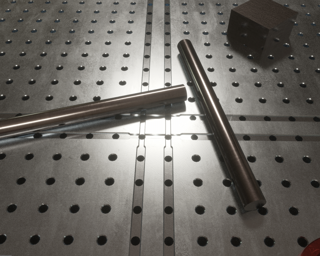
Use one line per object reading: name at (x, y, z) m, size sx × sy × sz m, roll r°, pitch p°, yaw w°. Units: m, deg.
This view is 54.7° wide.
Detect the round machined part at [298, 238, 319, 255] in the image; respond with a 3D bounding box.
round machined part at (0.164, 0.150, 0.273) m, size 0.099 × 0.042 × 0.098 m, roll 0°, pitch 50°, yaw 0°

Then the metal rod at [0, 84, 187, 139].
metal rod at (-0.109, -0.020, 0.422) m, size 0.302 × 0.025 × 0.025 m, roll -12°, pitch 51°, yaw -11°

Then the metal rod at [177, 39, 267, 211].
metal rod at (0.073, -0.028, 0.431) m, size 0.025 × 0.025 × 0.300 m, roll -9°, pitch 51°, yaw -8°

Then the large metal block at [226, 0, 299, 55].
large metal block at (0.179, -0.184, 0.549) m, size 0.080 × 0.050 × 0.080 m, roll -33°, pitch 58°, yaw -25°
